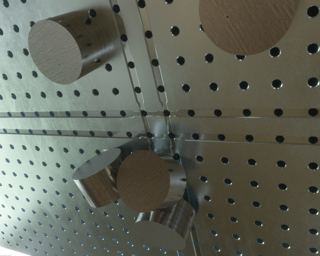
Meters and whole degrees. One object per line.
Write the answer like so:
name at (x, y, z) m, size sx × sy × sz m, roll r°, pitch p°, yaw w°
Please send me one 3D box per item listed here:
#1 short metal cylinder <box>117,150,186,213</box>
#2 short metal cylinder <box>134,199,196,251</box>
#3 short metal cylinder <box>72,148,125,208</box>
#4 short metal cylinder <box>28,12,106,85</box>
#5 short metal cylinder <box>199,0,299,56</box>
short metal cylinder at (-0.011, 0.072, 0.421) m, size 0.080 × 0.050 × 0.080 m, roll -5°, pitch 79°, yaw 28°
short metal cylinder at (0.008, 0.140, 0.466) m, size 0.080 × 0.050 × 0.080 m, roll 15°, pitch 138°, yaw 14°
short metal cylinder at (-0.083, 0.073, 0.465) m, size 0.080 × 0.080 × 0.050 m, roll -16°, pitch 110°, yaw 34°
short metal cylinder at (-0.117, -0.102, 0.394) m, size 0.080 × 0.050 × 0.079 m, roll 13°, pitch 124°, yaw 21°
short metal cylinder at (0.082, -0.113, 0.282) m, size 0.080 × 0.050 × 0.079 m, roll 13°, pitch 124°, yaw 21°
